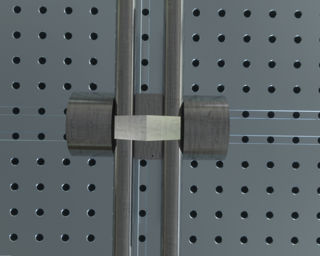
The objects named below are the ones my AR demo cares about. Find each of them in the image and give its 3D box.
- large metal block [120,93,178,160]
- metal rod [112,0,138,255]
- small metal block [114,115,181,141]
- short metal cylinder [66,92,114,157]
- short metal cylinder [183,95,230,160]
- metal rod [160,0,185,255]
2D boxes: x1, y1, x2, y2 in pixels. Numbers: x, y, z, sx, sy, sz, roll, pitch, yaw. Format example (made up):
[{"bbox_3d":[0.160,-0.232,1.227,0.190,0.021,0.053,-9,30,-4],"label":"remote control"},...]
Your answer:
[{"bbox_3d":[-0.014,-0.002,0.397,0.081,0.050,0.079,1,90,0],"label":"large metal block"},{"bbox_3d":[-0.041,0.002,0.360,0.025,0.025,0.298,1,90,0],"label":"metal rod"},{"bbox_3d":[-0.013,0.000,0.334,0.050,0.050,0.025,1,91,44],"label":"small metal block"},{"bbox_3d":[-0.079,-0.004,0.382,0.050,0.080,0.079,1,90,0],"label":"short metal cylinder"},{"bbox_3d":[0.053,0.000,0.382,0.050,0.080,0.079,1,90,1],"label":"short metal cylinder"},{"bbox_3d":[0.015,0.000,0.360,0.025,0.025,0.298,1,90,0],"label":"metal rod"}]
